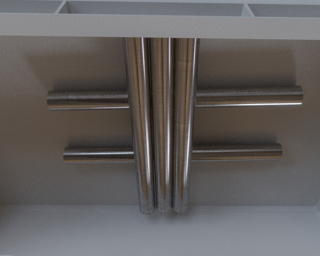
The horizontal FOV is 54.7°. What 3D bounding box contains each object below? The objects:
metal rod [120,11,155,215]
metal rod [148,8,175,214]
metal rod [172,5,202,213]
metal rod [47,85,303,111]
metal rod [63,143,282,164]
[{"bbox_3d":[-0.022,0.010,0.381,0.025,0.025,0.298,-1,130,0],"label":"metal rod"},{"bbox_3d":[0.004,0.008,0.380,0.025,0.025,0.298,-1,130,0],"label":"metal rod"},{"bbox_3d":[0.029,0.006,0.378,0.025,0.025,0.298,-1,130,0],"label":"metal rod"},{"bbox_3d":[0.018,-0.036,0.377,0.302,0.025,0.025,-1,130,0],"label":"metal rod"},{"bbox_3d":[0.018,0.036,0.439,0.302,0.025,0.025,-1,130,0],"label":"metal rod"}]
